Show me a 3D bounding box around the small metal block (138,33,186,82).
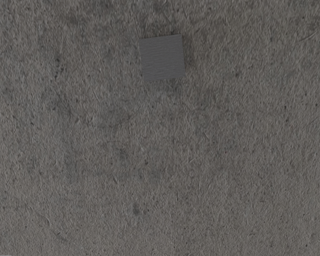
[{"bbox_3d":[0.003,-0.087,0.378,0.050,0.025,0.050,-7,110,2],"label":"small metal block"}]
